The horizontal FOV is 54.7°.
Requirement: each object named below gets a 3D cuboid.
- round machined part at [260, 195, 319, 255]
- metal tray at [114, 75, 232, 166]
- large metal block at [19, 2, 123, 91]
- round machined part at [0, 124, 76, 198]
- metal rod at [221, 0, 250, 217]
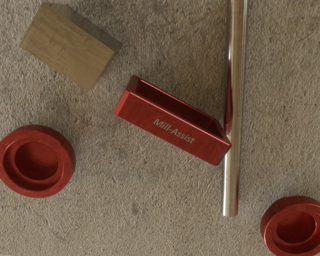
[{"bbox_3d":[0.196,0.140,0.454,0.099,0.042,0.097,0,110,0],"label":"round machined part"},{"bbox_3d":[0.015,-0.012,0.370,0.131,0.090,0.030,27,108,-10],"label":"metal tray"},{"bbox_3d":[-0.093,-0.092,0.345,0.080,0.080,0.050,33,107,-12],"label":"large metal block"},{"bbox_3d":[-0.162,0.041,0.414,0.099,0.042,0.097,0,110,0],"label":"round machined part"},{"bbox_3d":[0.096,-0.016,0.404,0.025,0.025,0.298,-2,110,1],"label":"metal rod"}]
